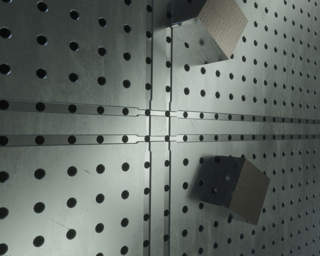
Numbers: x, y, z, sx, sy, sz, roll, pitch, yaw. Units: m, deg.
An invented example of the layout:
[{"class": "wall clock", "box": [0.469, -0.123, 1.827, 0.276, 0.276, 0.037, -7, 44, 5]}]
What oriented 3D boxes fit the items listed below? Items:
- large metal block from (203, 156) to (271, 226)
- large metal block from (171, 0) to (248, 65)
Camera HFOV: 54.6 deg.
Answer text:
[{"class": "large metal block", "box": [0.125, 0.099, 0.496, 0.080, 0.050, 0.080, 37, 68, -34]}, {"class": "large metal block", "box": [0.075, -0.153, 0.454, 0.080, 0.050, 0.080, 43, 64, -32]}]
